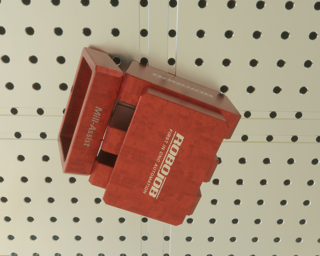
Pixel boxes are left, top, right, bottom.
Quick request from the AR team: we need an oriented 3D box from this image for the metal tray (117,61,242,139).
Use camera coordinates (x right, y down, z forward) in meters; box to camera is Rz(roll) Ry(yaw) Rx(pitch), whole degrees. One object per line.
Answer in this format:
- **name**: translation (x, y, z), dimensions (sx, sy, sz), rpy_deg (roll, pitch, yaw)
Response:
- **metal tray**: translation (0.021, -0.036, 0.364), dimensions (0.131, 0.090, 0.030), rpy_deg (20, 109, -7)

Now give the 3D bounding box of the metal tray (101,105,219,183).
- **metal tray**: translation (0.000, 0.016, 0.383), dimensions (0.131, 0.090, 0.030), rpy_deg (18, 108, -8)

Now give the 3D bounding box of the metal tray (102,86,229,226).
- **metal tray**: translation (0.003, 0.032, 0.326), dimensions (0.090, 0.030, 0.129), rpy_deg (20, 109, -7)

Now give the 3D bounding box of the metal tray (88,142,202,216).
- **metal tray**: translation (-0.017, 0.057, 0.399), dimensions (0.131, 0.090, 0.030), rpy_deg (20, 109, -8)

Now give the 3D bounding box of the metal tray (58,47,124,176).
- **metal tray**: translation (-0.087, -0.021, 0.367), dimensions (0.030, 0.090, 0.129), rpy_deg (12, 111, -28)
